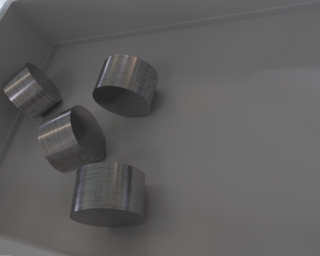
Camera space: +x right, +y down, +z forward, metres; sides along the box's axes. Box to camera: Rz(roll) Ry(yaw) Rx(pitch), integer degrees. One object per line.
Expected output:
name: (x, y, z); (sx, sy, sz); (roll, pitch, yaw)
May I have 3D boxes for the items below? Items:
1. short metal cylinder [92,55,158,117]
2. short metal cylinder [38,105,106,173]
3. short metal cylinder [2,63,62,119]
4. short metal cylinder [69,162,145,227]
short metal cylinder: (-0.047, -0.056, 0.430); (0.080, 0.080, 0.050); (-1, 62, 28)
short metal cylinder: (-0.118, 0.015, 0.423); (0.050, 0.080, 0.080); (-23, 53, 14)
short metal cylinder: (-0.213, -0.062, 0.521); (0.050, 0.080, 0.080); (-38, 51, 3)
short metal cylinder: (-0.058, 0.078, 0.353); (0.080, 0.080, 0.050); (-13, 57, 21)
